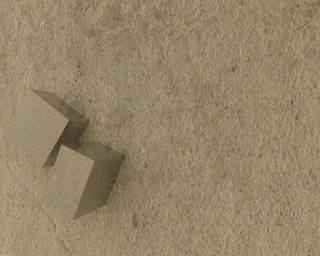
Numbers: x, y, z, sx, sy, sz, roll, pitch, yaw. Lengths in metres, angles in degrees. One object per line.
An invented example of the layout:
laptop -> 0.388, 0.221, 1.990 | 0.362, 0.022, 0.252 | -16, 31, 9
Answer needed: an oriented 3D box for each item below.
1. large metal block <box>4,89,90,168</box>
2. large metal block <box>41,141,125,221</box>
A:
large metal block -> -0.165, 0.000, 0.454 | 0.080, 0.050, 0.080 | 36, 101, 16
large metal block -> -0.100, 0.066, 0.415 | 0.050, 0.080, 0.080 | 24, 98, 18
